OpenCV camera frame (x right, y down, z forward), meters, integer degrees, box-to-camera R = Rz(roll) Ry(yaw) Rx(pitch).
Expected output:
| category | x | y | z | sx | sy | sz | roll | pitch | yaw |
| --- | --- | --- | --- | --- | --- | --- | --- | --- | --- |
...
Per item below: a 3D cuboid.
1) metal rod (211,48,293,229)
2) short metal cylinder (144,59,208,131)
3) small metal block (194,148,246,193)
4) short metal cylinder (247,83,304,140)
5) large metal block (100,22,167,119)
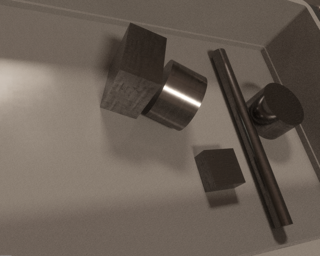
| category | x | y | z | sx | sy | sz | roll | pitch | yaw |
| --- | --- | --- | --- | --- | --- | --- | --- | --- | --- |
| metal rod | 0.135 | 0.000 | 0.480 | 0.025 | 0.025 | 0.299 | 1 | 61 | -28 |
| short metal cylinder | 0.019 | -0.043 | 0.408 | 0.050 | 0.080 | 0.080 | 26 | 53 | -13 |
| small metal block | 0.080 | 0.056 | 0.417 | 0.050 | 0.025 | 0.050 | -1 | 62 | -29 |
| short metal cylinder | 0.186 | -0.027 | 0.510 | 0.081 | 0.050 | 0.080 | 14 | 56 | -21 |
| large metal block | -0.034 | -0.071 | 0.396 | 0.050 | 0.080 | 0.080 | 18 | 55 | -18 |
